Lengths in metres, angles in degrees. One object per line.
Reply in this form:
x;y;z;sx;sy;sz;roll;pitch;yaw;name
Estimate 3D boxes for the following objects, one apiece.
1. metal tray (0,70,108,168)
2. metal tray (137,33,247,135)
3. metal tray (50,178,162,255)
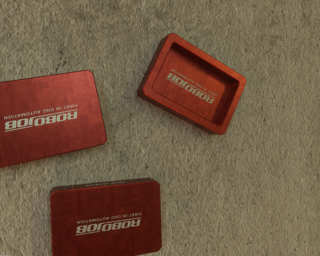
-0.135;-0.012;0.356;0.131;0.030;0.089;-13;94;-20;metal tray
0.046;-0.056;0.422;0.131;0.030;0.090;27;81;-18;metal tray
-0.065;0.114;0.382;0.131;0.030;0.089;-2;91;-20;metal tray
